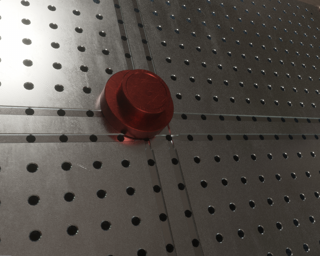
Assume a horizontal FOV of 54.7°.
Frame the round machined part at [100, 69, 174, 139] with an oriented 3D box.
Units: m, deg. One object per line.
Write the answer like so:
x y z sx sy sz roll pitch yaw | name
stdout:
-0.025 -0.038 0.409 0.099 0.042 0.098 14 56 -21 | round machined part
